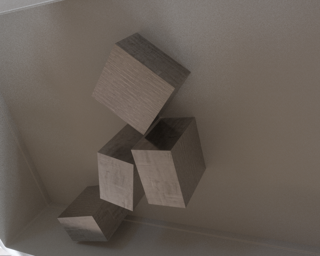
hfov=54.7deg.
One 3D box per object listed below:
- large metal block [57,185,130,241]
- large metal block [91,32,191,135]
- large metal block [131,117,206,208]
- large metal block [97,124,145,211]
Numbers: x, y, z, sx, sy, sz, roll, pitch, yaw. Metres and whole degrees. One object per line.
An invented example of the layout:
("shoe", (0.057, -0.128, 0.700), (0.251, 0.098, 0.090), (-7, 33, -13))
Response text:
("large metal block", (-0.105, 0.138, 0.512), (0.080, 0.080, 0.050), (-13, 112, 33))
("large metal block", (-0.024, -0.052, 0.371), (0.080, 0.050, 0.080), (37, 129, 3))
("large metal block", (0.015, 0.040, 0.389), (0.050, 0.080, 0.080), (-1, 118, 28))
("large metal block", (-0.040, 0.050, 0.424), (0.050, 0.080, 0.079), (17, 125, 18))
